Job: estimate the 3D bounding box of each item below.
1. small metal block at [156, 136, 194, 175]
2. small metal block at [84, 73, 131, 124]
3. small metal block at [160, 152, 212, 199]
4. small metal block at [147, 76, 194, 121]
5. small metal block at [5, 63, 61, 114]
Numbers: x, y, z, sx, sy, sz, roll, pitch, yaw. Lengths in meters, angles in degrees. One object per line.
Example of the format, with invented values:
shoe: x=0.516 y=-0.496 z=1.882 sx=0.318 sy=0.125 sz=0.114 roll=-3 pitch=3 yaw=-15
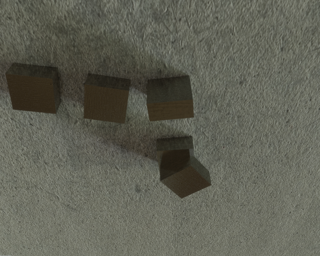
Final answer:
small metal block: x=0.023 y=0.040 z=0.442 sx=0.050 sy=0.025 sz=0.050 roll=-4 pitch=130 yaw=3
small metal block: x=-0.064 y=-0.035 z=0.376 sx=0.050 sy=0.025 sz=0.050 roll=8 pitch=130 yaw=-7
small metal block: x=0.036 y=0.067 z=0.432 sx=0.050 sy=0.025 sz=0.050 roll=-31 pitch=124 yaw=23
small metal block: x=0.012 y=-0.035 z=0.361 sx=0.050 sy=0.050 sz=0.025 roll=-5 pitch=130 yaw=4
small metal block: x=-0.148 y=-0.046 z=0.366 sx=0.050 sy=0.025 sz=0.050 roll=6 pitch=130 yaw=-5
